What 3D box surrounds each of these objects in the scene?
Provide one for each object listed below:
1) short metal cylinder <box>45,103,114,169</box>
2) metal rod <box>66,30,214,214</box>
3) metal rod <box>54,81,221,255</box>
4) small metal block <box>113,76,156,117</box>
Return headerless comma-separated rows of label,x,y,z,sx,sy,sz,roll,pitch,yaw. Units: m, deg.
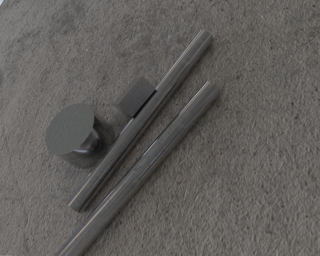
short metal cylinder,-0.113,0.012,0.440,0.080,0.050,0.080,-13,56,21
metal rod,-0.021,-0.015,0.424,0.025,0.025,0.300,29,77,37
metal rod,-0.029,0.060,0.382,0.300,0.025,0.025,-49,52,-7
small metal block,-0.038,-0.044,0.435,0.050,0.025,0.050,-51,17,-8
